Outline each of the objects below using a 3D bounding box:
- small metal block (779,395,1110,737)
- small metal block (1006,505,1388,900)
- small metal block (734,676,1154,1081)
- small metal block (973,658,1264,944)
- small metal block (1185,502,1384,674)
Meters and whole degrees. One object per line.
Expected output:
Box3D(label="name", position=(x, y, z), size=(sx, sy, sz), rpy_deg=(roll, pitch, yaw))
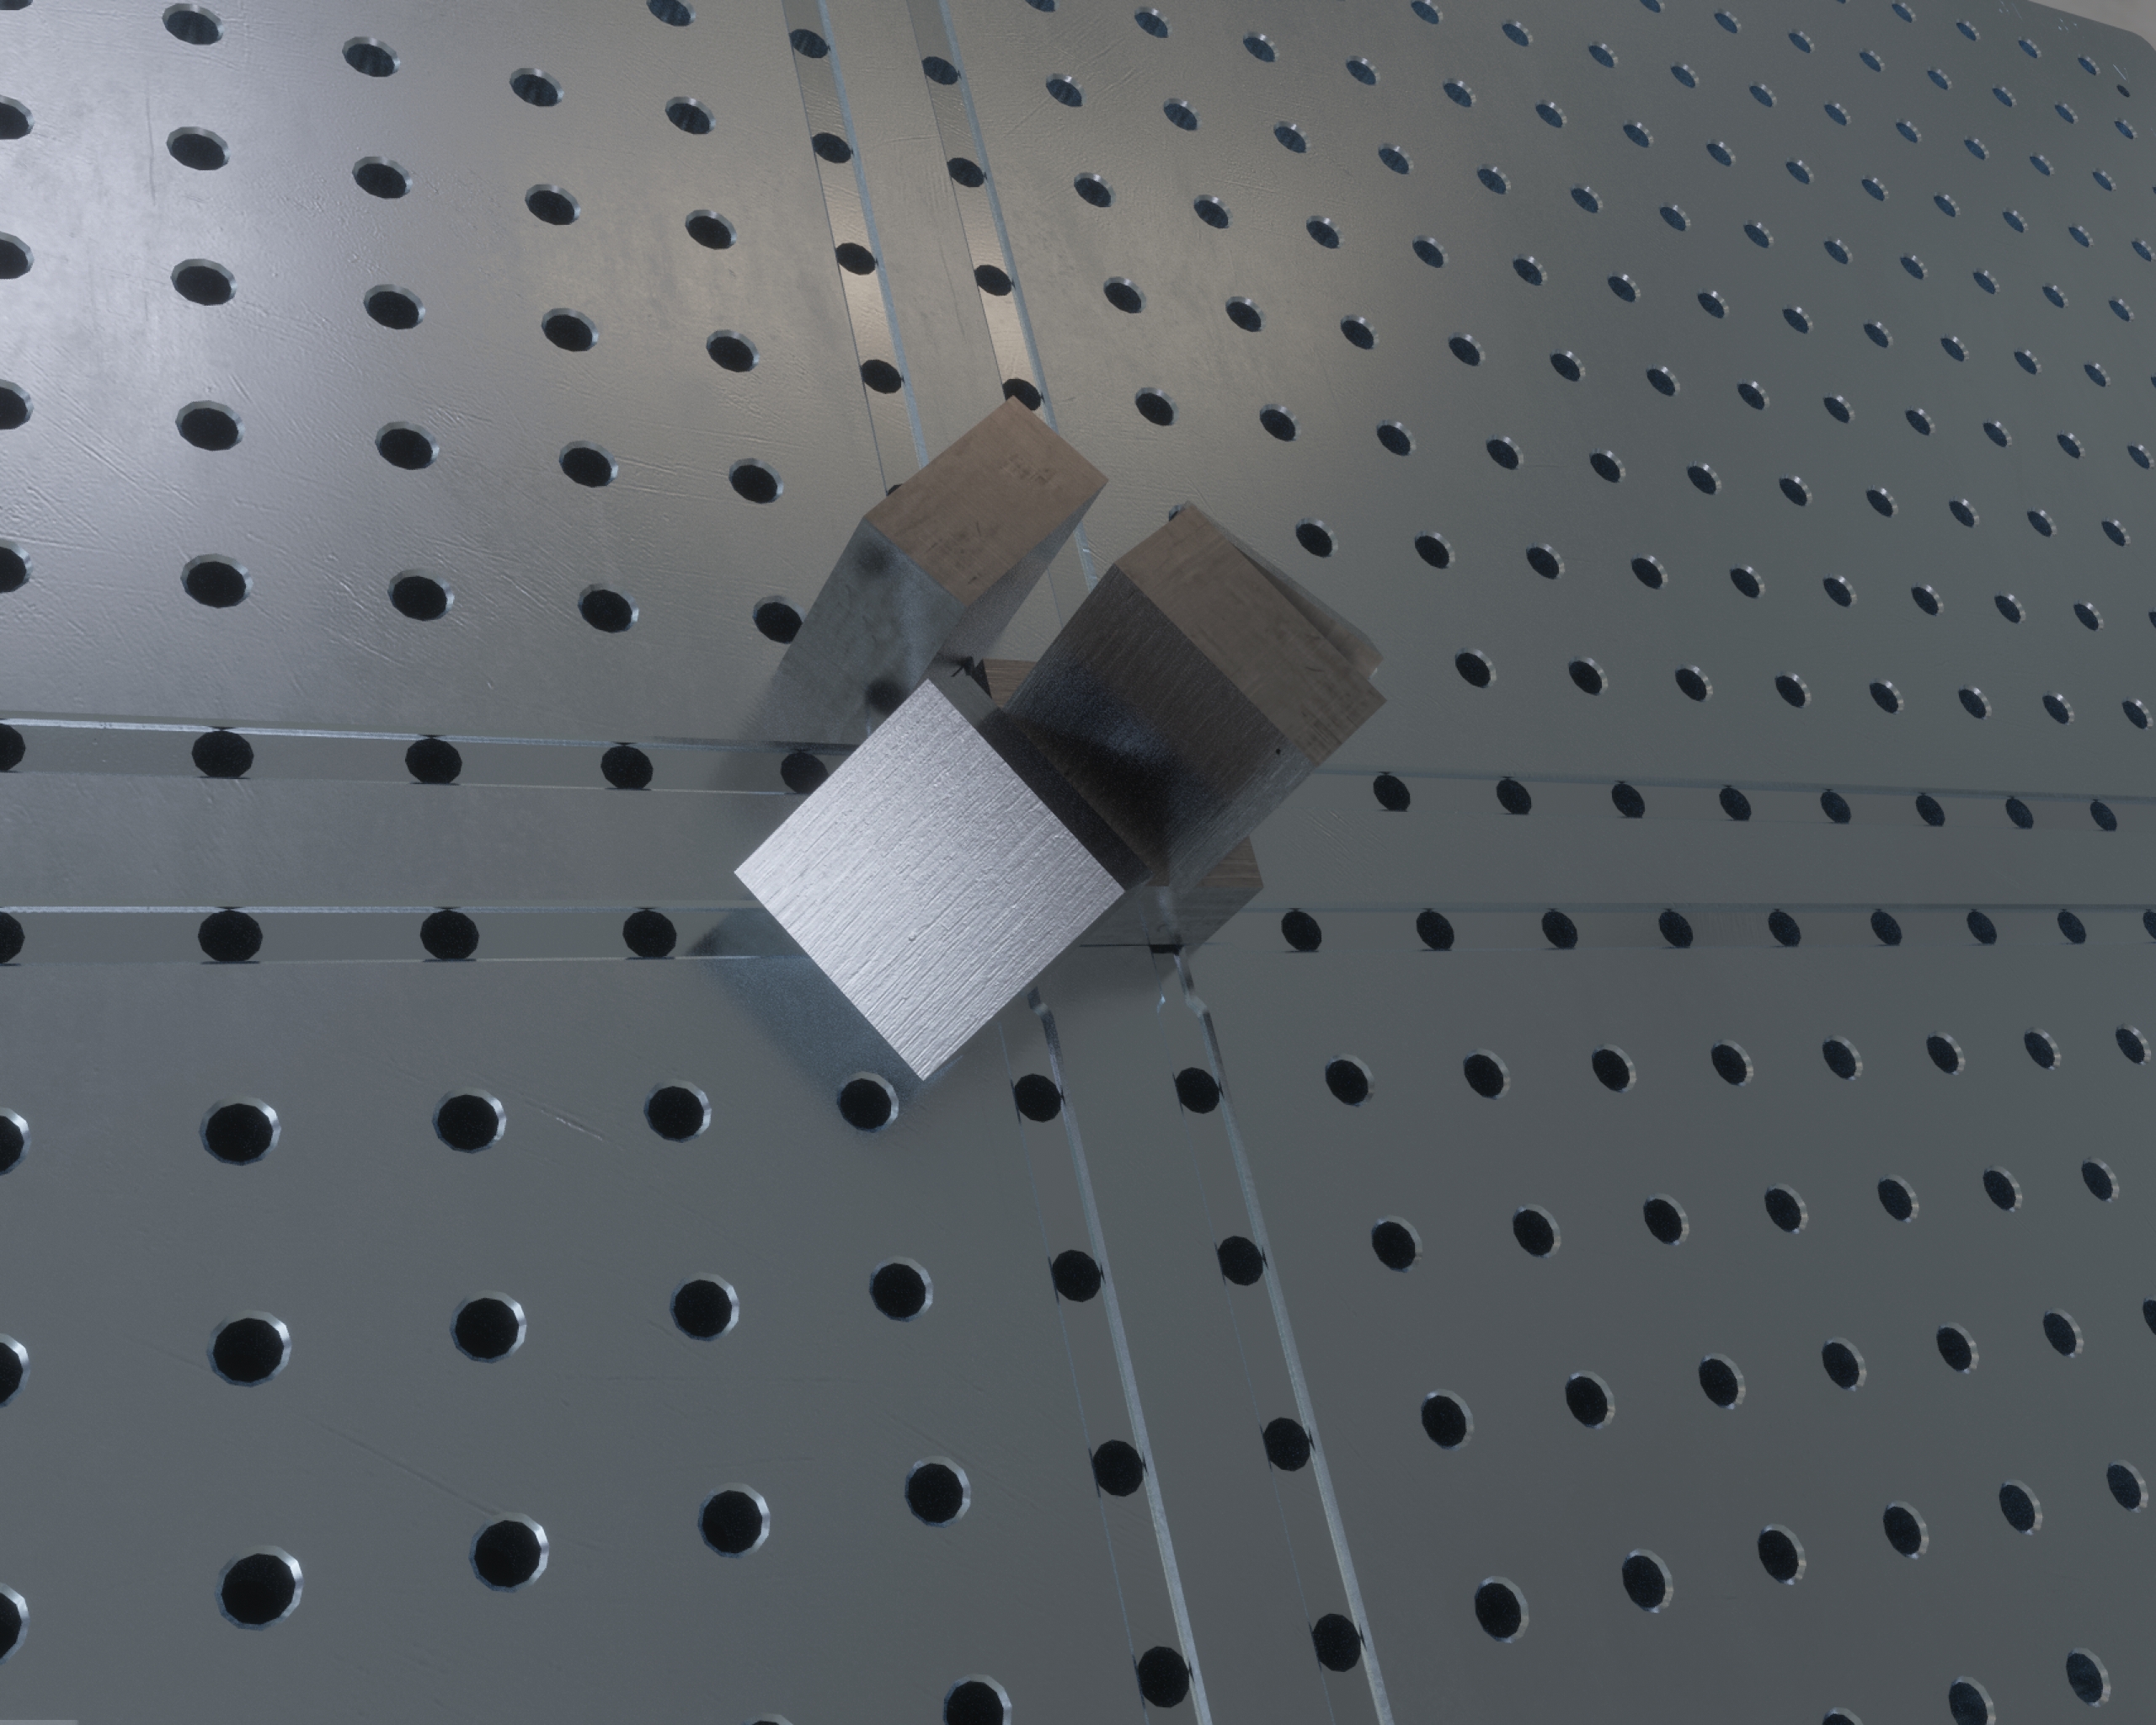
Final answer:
Box3D(label="small metal block", position=(-0.027, -0.057, 0.412), size=(0.025, 0.050, 0.050), rpy_deg=(42, 51, 0))
Box3D(label="small metal block", position=(0.020, -0.029, 0.388), size=(0.050, 0.050, 0.025), rpy_deg=(46, 50, 3))
Box3D(label="small metal block", position=(-0.023, 0.002, 0.374), size=(0.050, 0.050, 0.025), rpy_deg=(47, 14, 5))
Box3D(label="small metal block", position=(0.004, -0.011, 0.416), size=(0.050, 0.025, 0.050), rpy_deg=(1, 61, -29))
Box3D(label="small metal block", position=(0.035, -0.051, 0.440), size=(0.050, 0.025, 0.050), rpy_deg=(37, 11, -4))
